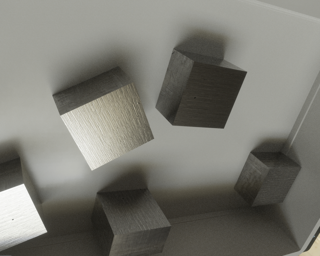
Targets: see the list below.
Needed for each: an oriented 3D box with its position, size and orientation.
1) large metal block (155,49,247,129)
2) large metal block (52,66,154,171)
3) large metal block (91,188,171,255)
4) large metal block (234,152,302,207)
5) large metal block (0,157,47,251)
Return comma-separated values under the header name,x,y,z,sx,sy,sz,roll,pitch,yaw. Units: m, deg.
name,x,y,z,sx,sy,sz,roll,pitch,yaw
large metal block,0.050,-0.048,0.392,0.081,0.050,0.079,3,117,-30
large metal block,-0.062,-0.012,0.352,0.080,0.050,0.080,-27,128,-12
large metal block,-0.043,0.133,0.433,0.081,0.080,0.050,1,118,-30
large metal block,0.192,0.090,0.556,0.081,0.050,0.079,2,117,-30
large metal block,-0.184,0.091,0.349,0.081,0.050,0.079,-19,126,-18
